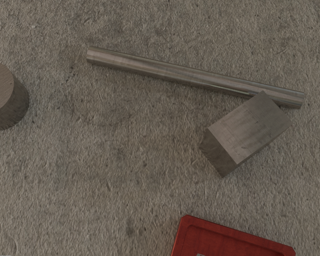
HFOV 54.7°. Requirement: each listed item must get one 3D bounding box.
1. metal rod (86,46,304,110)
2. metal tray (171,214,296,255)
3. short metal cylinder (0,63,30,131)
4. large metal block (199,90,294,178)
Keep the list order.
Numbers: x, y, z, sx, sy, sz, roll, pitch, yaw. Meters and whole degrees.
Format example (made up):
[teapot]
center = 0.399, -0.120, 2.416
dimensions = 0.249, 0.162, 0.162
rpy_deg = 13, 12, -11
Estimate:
[metal rod]
center = 0.045, -0.072, 0.434
dimensions = 0.301, 0.025, 0.025
rpy_deg = 13, 71, 4
[metal tray]
center = 0.075, 0.160, 0.347
dimensions = 0.131, 0.030, 0.090
rpy_deg = 16, 71, 5
[short metal cylinder]
center = -0.223, -0.042, 0.408
dimensions = 0.081, 0.050, 0.080
rpy_deg = 0, 70, 0
[large metal block]
center = 0.099, 0.011, 0.376
dimensions = 0.080, 0.080, 0.050
rpy_deg = -33, 74, -11
